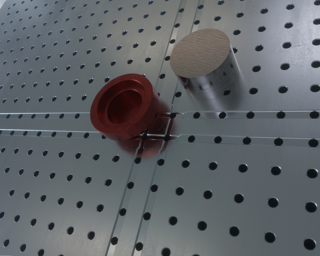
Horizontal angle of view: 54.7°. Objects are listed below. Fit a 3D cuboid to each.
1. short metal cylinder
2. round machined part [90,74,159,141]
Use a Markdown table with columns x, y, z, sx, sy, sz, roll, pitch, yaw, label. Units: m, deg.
| x | y | z | sx | sy | sz | roll | pitch | yaw | label |
| --- | --- | --- | --- | --- | --- | --- | --- | --- | --- |
| 0.060 | -0.085 | 0.413 | 0.080 | 0.050 | 0.080 | -13 | 56 | 21 | short metal cylinder |
| -0.046 | -0.025 | 0.437 | 0.098 | 0.042 | 0.098 | -13 | 56 | 21 | round machined part |
